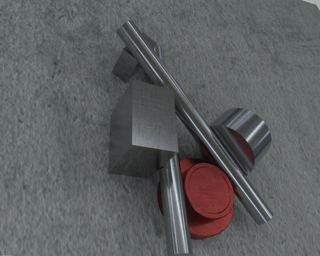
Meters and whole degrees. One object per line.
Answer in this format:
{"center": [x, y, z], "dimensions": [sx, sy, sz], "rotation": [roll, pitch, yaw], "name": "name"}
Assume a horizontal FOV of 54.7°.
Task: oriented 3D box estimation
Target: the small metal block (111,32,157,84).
{"center": [-0.036, -0.097, 0.430], "dimensions": [0.025, 0.050, 0.050], "rotation": [39, 51, -3], "name": "small metal block"}

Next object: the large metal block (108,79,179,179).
{"center": [-0.022, 0.005, 0.357], "dimensions": [0.050, 0.080, 0.080], "rotation": [11, 57, -23], "name": "large metal block"}

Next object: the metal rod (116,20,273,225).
{"center": [0.045, -0.006, 0.390], "dimensions": [0.025, 0.025, 0.299], "rotation": [-38, 92, -39], "name": "metal rod"}

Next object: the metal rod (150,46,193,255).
{"center": [0.007, 0.004, 0.388], "dimensions": [0.025, 0.025, 0.299], "rotation": [11, 51, -23], "name": "metal rod"}

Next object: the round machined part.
{"center": [0.050, 0.081, 0.374], "dimensions": [0.099, 0.042, 0.098], "rotation": [14, 56, -21], "name": "round machined part"}

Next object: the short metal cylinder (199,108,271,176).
{"center": [0.100, 0.020, 0.414], "dimensions": [0.080, 0.080, 0.050], "rotation": [49, 51, 5], "name": "short metal cylinder"}
